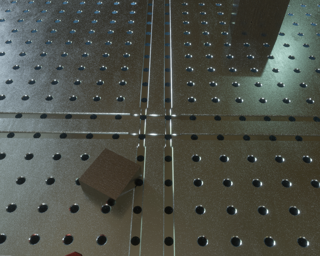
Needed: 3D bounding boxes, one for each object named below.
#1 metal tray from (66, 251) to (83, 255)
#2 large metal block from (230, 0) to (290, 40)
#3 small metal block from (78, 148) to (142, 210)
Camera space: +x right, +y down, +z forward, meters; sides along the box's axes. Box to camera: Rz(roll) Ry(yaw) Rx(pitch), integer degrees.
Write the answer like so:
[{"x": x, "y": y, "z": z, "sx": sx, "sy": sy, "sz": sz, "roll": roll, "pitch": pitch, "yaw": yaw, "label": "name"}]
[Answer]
[{"x": -0.090, "y": 0.181, "z": 0.250, "sx": 0.091, "sy": 0.030, "sz": 0.130, "roll": -18, "pitch": 53, "yaw": -15, "label": "metal tray"}, {"x": 0.172, "y": -0.206, "z": 0.547, "sx": 0.080, "sy": 0.080, "sz": 0.050, "roll": 3, "pitch": 50, "yaw": 2, "label": "large metal block"}, {"x": -0.056, "y": 0.058, "z": 0.358, "sx": 0.050, "sy": 0.025, "sz": 0.050, "roll": 24, "pitch": 54, "yaw": 18, "label": "small metal block"}]
